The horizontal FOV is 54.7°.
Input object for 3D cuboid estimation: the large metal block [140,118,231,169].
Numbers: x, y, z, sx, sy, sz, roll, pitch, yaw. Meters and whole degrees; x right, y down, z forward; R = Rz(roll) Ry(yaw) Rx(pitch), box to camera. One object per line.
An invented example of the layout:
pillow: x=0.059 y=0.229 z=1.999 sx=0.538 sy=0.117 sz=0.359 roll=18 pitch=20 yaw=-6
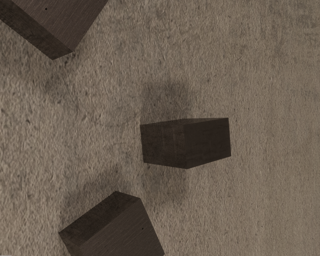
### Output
large metal block: x=0.033 y=0.016 z=0.398 sx=0.081 sy=0.080 sz=0.050 roll=-9 pitch=96 yaw=-40

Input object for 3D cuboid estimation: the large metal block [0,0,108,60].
large metal block: x=-0.106 y=-0.126 z=0.300 sx=0.080 sy=0.050 sz=0.080 roll=40 pitch=66 yaw=-33

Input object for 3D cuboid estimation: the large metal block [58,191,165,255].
large metal block: x=-0.052 y=0.130 z=0.347 sx=0.081 sy=0.050 sz=0.080 roll=-33 pitch=111 yaw=-35
